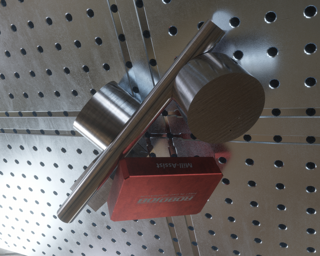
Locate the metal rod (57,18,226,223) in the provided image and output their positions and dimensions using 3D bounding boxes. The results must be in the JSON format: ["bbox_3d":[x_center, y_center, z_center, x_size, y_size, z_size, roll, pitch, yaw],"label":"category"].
[{"bbox_3d":[-0.033,0.005,0.361,0.025,0.025,0.299,40,108,1],"label":"metal rod"}]

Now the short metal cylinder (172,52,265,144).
[{"bbox_3d":[0.058,-0.031,0.319,0.081,0.050,0.079,-9,126,-12],"label":"short metal cylinder"}]

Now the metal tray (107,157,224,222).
[{"bbox_3d":[0.005,0.078,0.401,0.131,0.030,0.089,2,131,-23],"label":"metal tray"}]

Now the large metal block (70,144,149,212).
[{"bbox_3d":[-0.073,0.063,0.450,0.050,0.080,0.080,43,129,-2],"label":"large metal block"}]

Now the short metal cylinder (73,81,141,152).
[{"bbox_3d":[-0.064,-0.014,0.399,0.050,0.080,0.080,40,129,1],"label":"short metal cylinder"}]
